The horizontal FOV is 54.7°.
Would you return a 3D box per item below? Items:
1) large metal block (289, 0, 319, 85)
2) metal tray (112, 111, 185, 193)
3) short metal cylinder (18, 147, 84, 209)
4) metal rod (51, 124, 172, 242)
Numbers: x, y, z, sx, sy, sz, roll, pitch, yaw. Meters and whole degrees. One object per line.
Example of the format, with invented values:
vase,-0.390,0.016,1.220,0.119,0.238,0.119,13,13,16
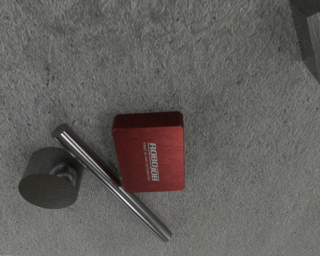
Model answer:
large metal block,0.185,-0.101,0.307,0.080,0.050,0.080,-21,127,17
metal tray,-0.012,0.038,0.437,0.091,0.030,0.129,-3,130,2
short metal cylinder,-0.156,0.074,0.451,0.081,0.050,0.079,0,130,0
metal rod,-0.061,0.103,0.493,0.025,0.025,0.300,-23,127,18
